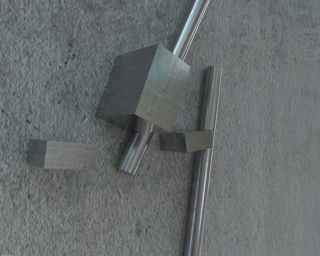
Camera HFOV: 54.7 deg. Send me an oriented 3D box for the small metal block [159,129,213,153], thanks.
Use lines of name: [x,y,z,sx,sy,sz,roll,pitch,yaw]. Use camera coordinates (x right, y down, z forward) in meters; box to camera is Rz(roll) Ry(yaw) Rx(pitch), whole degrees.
small metal block: [0.035,0.016,0.420,0.050,0.050,0.025,-7,95,-40]

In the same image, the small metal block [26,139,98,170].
small metal block: [-0.098,0.026,0.308,0.050,0.050,0.025,9,85,-40]

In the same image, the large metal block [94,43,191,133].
large metal block: [-0.021,-0.041,0.353,0.050,0.080,0.080,28,72,-37]

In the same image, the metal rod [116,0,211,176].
metal rod: [0.014,-0.078,0.418,0.025,0.025,0.300,36,68,-35]

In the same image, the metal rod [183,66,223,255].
metal rod: [0.064,0.056,0.460,0.025,0.025,0.298,13,82,-40]
